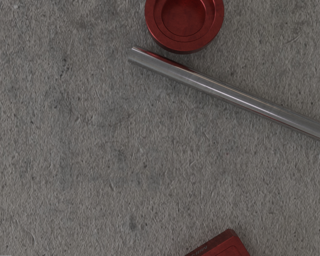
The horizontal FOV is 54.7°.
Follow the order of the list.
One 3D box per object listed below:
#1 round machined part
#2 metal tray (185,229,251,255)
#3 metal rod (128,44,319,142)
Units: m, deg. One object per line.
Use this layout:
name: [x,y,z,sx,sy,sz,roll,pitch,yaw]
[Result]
round machined part: [0.030,-0.144,0.402,0.099,0.042,0.097,0,90,0]
metal tray: [0.066,0.207,0.408,0.130,0.030,0.090,-32,90,0]
metal rod: [0.102,-0.041,0.410,0.301,0.025,0.025,23,90,0]
